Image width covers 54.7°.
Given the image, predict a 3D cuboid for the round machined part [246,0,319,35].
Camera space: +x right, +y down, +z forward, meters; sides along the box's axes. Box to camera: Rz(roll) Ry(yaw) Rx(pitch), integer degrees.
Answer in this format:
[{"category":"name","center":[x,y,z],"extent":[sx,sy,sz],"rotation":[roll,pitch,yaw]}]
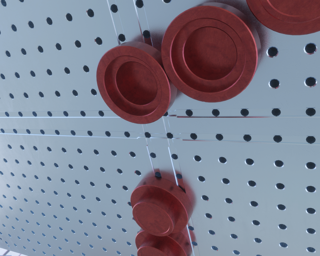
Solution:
[{"category":"round machined part","center":[0.119,-0.127,0.259],"extent":[0.098,0.042,0.097],"rotation":[13,124,20]}]

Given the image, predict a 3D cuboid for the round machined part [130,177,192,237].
[{"category":"round machined part","center":[-0.003,0.128,0.480],"extent":[0.098,0.042,0.097],"rotation":[13,124,20]}]

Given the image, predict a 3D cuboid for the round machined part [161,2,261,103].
[{"category":"round machined part","center":[0.054,-0.079,0.322],"extent":[0.098,0.042,0.097],"rotation":[13,124,20]}]

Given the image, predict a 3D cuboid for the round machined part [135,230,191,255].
[{"category":"round machined part","center":[0.000,0.212,0.529],"extent":[0.098,0.042,0.097],"rotation":[13,124,20]}]

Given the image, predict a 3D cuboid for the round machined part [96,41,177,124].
[{"category":"round machined part","center":[-0.024,-0.057,0.376],"extent":[0.098,0.042,0.097],"rotation":[13,124,21]}]
